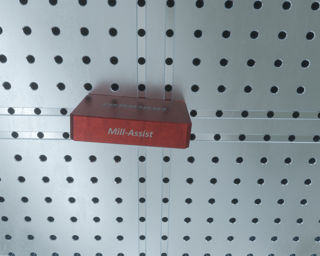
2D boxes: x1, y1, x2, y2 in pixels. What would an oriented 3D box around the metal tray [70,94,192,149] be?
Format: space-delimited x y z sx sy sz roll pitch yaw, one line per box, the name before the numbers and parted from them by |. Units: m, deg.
metal tray | -0.032 -0.011 0.374 0.131 0.090 0.030 4 110 -2
